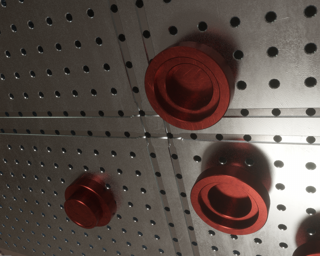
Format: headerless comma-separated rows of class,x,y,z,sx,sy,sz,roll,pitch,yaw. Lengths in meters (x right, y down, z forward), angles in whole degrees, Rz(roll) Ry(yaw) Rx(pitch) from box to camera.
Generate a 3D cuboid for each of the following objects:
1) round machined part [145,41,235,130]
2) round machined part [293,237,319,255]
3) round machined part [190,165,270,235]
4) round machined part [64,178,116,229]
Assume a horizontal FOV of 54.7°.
round machined part,0.036,-0.049,0.350,0.098,0.042,0.097,13,124,20
round machined part,0.221,0.178,0.394,0.098,0.042,0.097,13,124,20
round machined part,0.093,0.089,0.405,0.098,0.042,0.097,13,124,20
round machined part,-0.131,0.141,0.554,0.098,0.042,0.097,13,124,20
